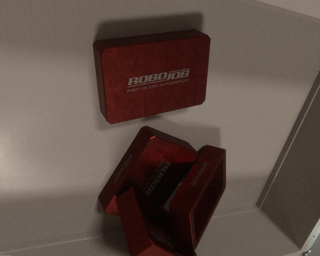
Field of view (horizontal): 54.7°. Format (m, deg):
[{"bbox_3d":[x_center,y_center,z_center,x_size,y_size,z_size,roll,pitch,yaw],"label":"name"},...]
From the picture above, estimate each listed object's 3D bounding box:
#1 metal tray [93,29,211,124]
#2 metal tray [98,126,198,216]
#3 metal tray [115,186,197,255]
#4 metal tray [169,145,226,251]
[{"bbox_3d":[-0.007,-0.062,0.365,0.131,0.030,0.089,-14,124,-21],"label":"metal tray"},{"bbox_3d":[-0.016,0.069,0.441,0.090,0.030,0.129,23,106,-37],"label":"metal tray"},{"bbox_3d":[0.000,0.143,0.415,0.030,0.090,0.130,-38,130,8],"label":"metal tray"},{"bbox_3d":[0.060,0.098,0.454,0.131,0.030,0.089,-50,143,-41],"label":"metal tray"}]
